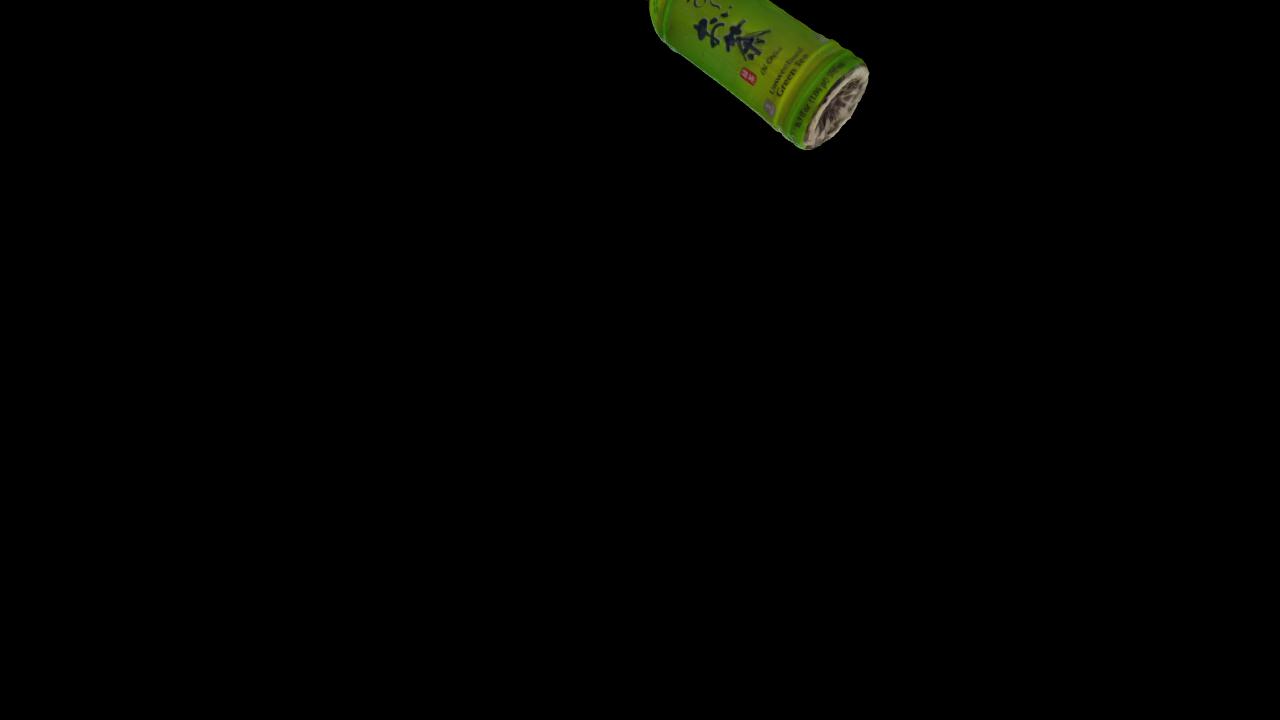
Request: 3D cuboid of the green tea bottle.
[{"bbox_3d":[0.067,-0.244,0.461,0.212,0.073,0.073,43,15,17],"label":"green tea bottle"}]
